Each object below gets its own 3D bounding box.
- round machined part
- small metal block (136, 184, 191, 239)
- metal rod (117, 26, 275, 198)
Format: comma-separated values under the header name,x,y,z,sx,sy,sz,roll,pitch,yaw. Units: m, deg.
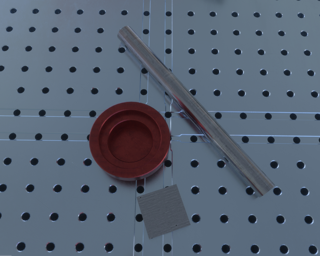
name,x,y,z,sx,sy,sz,roll,pitch,yaw
round machined part,-0.037,0.019,0.395,0.099,0.042,0.098,0,70,-1
small metal block,0.004,0.101,0.375,0.050,0.025,0.050,-17,71,-7
metal rod,0.040,-0.032,0.423,0.025,0.025,0.300,-37,74,-13
